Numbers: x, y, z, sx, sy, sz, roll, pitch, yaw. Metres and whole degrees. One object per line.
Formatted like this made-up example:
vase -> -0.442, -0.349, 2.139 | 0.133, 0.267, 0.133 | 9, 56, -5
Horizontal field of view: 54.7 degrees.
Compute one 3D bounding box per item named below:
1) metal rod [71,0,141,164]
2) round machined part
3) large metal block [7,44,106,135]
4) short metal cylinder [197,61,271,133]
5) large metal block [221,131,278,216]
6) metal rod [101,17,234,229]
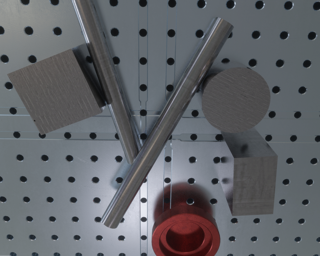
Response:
metal rod -> -0.073, -0.091, 0.379 | 0.025, 0.025, 0.298 | -15, 110, 5
round machined part -> 0.037, 0.156, 0.462 | 0.099, 0.042, 0.097 | 0, 110, 0
large metal block -> -0.121, -0.048, 0.381 | 0.080, 0.050, 0.080 | -20, 109, 7
short metal cylinder -> 0.089, -0.040, 0.386 | 0.081, 0.050, 0.079 | 0, 110, 0
large metal block -> 0.112, 0.057, 0.406 | 0.050, 0.080, 0.079 | -3, 110, 1
metal rod -> 0.004, 0.002, 0.396 | 0.025, 0.025, 0.299 | 28, 101, -10
